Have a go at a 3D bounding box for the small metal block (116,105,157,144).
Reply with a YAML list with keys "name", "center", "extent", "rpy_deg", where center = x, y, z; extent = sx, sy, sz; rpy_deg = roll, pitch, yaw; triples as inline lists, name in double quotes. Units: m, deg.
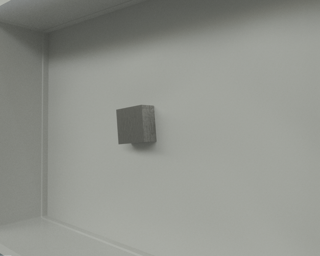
- name: "small metal block"
  center: [-0.034, -0.004, 0.436]
  extent: [0.050, 0.025, 0.050]
  rpy_deg: [-7, 85, 40]
